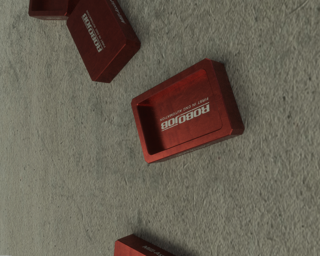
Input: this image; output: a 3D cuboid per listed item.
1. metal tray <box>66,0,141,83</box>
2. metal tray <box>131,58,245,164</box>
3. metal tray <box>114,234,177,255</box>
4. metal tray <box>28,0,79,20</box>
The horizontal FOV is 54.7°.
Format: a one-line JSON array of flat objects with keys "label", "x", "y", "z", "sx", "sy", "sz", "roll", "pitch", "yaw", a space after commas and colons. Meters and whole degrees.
[{"label": "metal tray", "x": -0.091, "y": -0.146, "z": 0.477, "sx": 0.090, "sy": 0.030, "sz": 0.130, "roll": -41, "pitch": 65, "yaw": 32}, {"label": "metal tray", "x": 0.027, "y": -0.016, "z": 0.378, "sx": 0.130, "sy": 0.030, "sz": 0.090, "roll": -24, "pitch": 75, "yaw": 37}, {"label": "metal tray", "x": -0.008, "y": 0.208, "z": 0.409, "sx": 0.130, "sy": 0.030, "sz": 0.089, "roll": 10, "pitch": 96, "yaw": 39}, {"label": "metal tray", "x": -0.186, "y": -0.243, "z": 0.555, "sx": 0.130, "sy": 0.030, "sz": 0.089, "roll": 16, "pitch": 100, "yaw": 38}]
